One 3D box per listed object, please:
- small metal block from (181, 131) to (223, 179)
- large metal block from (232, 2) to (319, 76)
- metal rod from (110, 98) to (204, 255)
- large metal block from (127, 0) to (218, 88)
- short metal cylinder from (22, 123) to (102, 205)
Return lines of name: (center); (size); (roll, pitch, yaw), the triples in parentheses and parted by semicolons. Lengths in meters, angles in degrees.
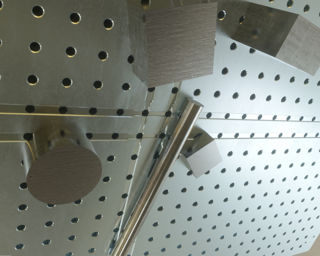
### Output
small metal block: (0.063, 0.042, 0.474); (0.050, 0.025, 0.050); (-33, 129, -7)
large metal block: (0.155, -0.113, 0.393); (0.081, 0.080, 0.050); (12, 112, -34)
metal rod: (-0.013, 0.094, 0.463); (0.025, 0.025, 0.298); (13, 112, -34)
large metal block: (0.013, -0.098, 0.343); (0.081, 0.050, 0.079); (-15, 125, -20)
short metal cylinder: (-0.114, 0.041, 0.359); (0.081, 0.050, 0.079); (-14, 124, -21)
